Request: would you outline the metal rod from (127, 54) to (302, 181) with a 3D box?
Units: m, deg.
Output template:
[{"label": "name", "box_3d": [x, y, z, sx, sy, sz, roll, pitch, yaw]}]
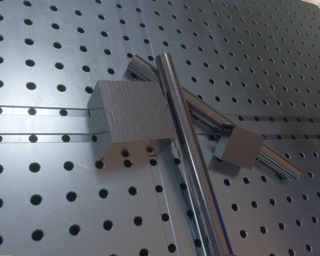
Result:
[{"label": "metal rod", "box_3d": [0.083, -0.012, 0.460, 0.301, 0.025, 0.025, 34, 51, -6]}]

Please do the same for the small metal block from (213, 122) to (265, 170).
[{"label": "small metal block", "box_3d": [0.111, 0.025, 0.435, 0.050, 0.025, 0.050, 20, 96, -16]}]

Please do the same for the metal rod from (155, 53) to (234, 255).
[{"label": "metal rod", "box_3d": [0.042, 0.040, 0.388, 0.025, 0.025, 0.299, -5, 69, -30]}]

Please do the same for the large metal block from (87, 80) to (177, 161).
[{"label": "large metal block", "box_3d": [-0.036, -0.010, 0.379, 0.081, 0.050, 0.080, -3, 64, -30]}]

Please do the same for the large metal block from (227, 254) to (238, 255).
[{"label": "large metal block", "box_3d": [0.067, 0.183, 0.299, 0.080, 0.050, 0.080, -30, 77, -15]}]
